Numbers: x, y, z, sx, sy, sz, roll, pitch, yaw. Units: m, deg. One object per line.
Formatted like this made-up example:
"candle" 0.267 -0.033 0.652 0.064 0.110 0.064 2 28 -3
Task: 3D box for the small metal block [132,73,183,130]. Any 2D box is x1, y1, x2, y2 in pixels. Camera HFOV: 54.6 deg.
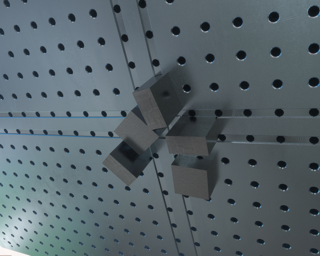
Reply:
"small metal block" -0.001 -0.033 0.376 0.025 0.050 0.050 -12 112 33

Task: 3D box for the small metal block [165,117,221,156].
"small metal block" 0.041 0.009 0.379 0.050 0.050 0.025 1 119 28

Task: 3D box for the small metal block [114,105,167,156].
"small metal block" -0.028 0.002 0.428 0.050 0.025 0.050 43 129 -2

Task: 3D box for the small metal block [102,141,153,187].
"small metal block" -0.046 0.047 0.449 0.050 0.050 0.025 42 129 -1

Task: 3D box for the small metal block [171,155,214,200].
"small metal block" 0.046 0.068 0.429 0.050 0.025 0.050 6 121 25
